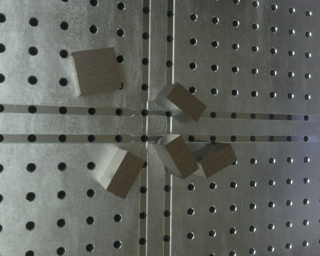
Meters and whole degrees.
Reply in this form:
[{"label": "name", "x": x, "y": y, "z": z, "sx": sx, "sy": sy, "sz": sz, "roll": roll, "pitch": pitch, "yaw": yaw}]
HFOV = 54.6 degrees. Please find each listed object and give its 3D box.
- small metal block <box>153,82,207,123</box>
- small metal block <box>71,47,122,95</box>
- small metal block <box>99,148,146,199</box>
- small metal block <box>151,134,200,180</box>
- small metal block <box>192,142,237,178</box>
[{"label": "small metal block", "x": 0.025, "y": -0.032, "z": 0.408, "sx": 0.050, "sy": 0.050, "sz": 0.025, "roll": 38, "pitch": 78, "yaw": -16}, {"label": "small metal block", "x": -0.079, "y": -0.070, "z": 0.383, "sx": 0.050, "sy": 0.025, "sz": 0.050, "roll": -12, "pitch": 94, "yaw": -20}, {"label": "small metal block", "x": -0.048, "y": 0.054, "z": 0.382, "sx": 0.025, "sy": 0.050, "sz": 0.050, "roll": 32, "pitch": 80, "yaw": -17}, {"label": "small metal block", "x": 0.019, "y": 0.036, "z": 0.406, "sx": 0.025, "sy": 0.050, "sz": 0.050, "roll": -33, "pitch": 101, "yaw": -17}, {"label": "small metal block", "x": 0.068, "y": 0.042, "z": 0.424, "sx": 0.050, "sy": 0.050, "sz": 0.025, "roll": -26, "pitch": 99, "yaw": -18}]
